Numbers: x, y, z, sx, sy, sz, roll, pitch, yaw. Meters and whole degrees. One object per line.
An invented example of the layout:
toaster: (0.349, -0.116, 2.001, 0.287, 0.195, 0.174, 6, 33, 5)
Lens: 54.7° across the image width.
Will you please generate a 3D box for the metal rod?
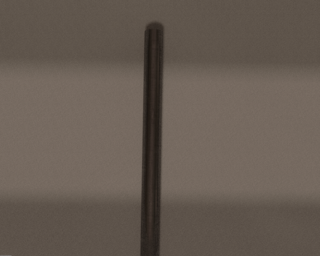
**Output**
metal rod: (-0.011, 0.022, 0.411, 0.025, 0.025, 0.298, 1, 90, -1)
